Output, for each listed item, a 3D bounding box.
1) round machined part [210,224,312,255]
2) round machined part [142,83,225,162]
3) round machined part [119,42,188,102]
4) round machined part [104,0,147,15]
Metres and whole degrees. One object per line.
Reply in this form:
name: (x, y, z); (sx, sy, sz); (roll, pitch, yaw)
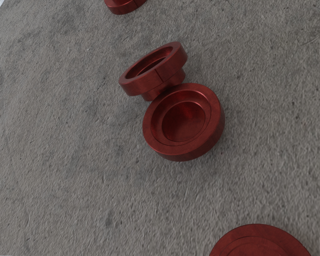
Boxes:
round machined part: (0.086, 0.132, 0.267); (0.098, 0.042, 0.098); (-13, 56, 21)
round machined part: (0.032, -0.004, 0.379); (0.098, 0.042, 0.098); (-13, 56, 21)
round machined part: (-0.004, -0.073, 0.424); (0.098, 0.042, 0.098); (-28, 25, 15)
round machined part: (-0.066, -0.268, 0.593); (0.098, 0.042, 0.098); (-13, 56, 21)
